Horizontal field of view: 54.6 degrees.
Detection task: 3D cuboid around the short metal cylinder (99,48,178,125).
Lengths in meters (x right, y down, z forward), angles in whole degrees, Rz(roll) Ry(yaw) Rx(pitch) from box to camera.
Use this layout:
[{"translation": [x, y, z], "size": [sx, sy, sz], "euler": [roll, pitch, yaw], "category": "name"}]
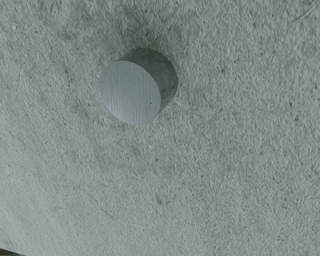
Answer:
[{"translation": [-0.025, -0.050, 0.374], "size": [0.080, 0.050, 0.080], "euler": [13, 124, 21], "category": "short metal cylinder"}]
